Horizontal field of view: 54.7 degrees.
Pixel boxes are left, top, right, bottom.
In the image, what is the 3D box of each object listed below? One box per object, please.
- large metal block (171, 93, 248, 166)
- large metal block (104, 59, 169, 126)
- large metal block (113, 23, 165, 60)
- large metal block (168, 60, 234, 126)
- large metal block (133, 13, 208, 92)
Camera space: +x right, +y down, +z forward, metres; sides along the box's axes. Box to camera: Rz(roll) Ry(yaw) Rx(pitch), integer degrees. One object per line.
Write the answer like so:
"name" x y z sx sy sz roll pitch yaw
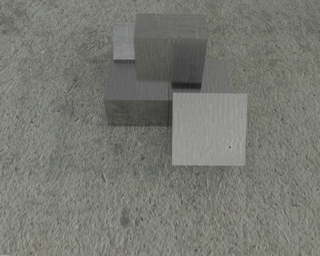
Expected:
"large metal block" 0.054 -0.001 0.362 0.081 0.079 0.050 1 6 0
"large metal block" -0.029 -0.049 0.427 0.081 0.050 0.080 1 50 0
"large metal block" -0.024 -0.124 0.465 0.081 0.050 0.080 0 6 0
"large metal block" 0.052 -0.049 0.428 0.081 0.050 0.080 1 50 0
"large metal block" 0.012 -0.090 0.381 0.081 0.080 0.050 1 50 0
